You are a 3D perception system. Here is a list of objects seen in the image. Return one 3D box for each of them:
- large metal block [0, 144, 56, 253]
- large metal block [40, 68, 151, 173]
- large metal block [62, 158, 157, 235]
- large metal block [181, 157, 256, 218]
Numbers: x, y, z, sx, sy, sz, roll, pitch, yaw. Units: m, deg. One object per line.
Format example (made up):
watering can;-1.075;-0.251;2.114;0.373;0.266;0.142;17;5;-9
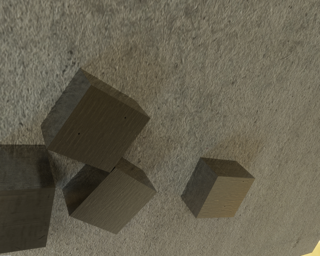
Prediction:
large metal block;-0.150;0.073;0.334;0.050;0.080;0.079;2;117;-30
large metal block;-0.072;-0.007;0.347;0.080;0.050;0.080;29;102;-38
large metal block;-0.065;0.083;0.406;0.080;0.050;0.080;-47;129;4
large metal block;0.093;0.097;0.502;0.081;0.050;0.079;9;114;-33
